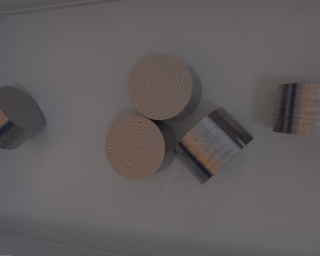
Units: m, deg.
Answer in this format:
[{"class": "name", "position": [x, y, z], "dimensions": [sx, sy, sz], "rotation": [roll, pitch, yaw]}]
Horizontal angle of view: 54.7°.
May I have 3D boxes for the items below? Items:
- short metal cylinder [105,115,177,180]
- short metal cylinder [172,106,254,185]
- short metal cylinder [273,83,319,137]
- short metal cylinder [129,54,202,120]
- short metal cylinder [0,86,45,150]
[{"class": "short metal cylinder", "position": [-0.023, 0.024, 0.405], "dimensions": [0.080, 0.050, 0.079], "rotation": [0, 90, 19]}, {"class": "short metal cylinder", "position": [0.061, 0.021, 0.359], "dimensions": [0.080, 0.080, 0.050], "rotation": [-46, 76, 14]}, {"class": "short metal cylinder", "position": [0.163, -0.016, 0.324], "dimensions": [0.080, 0.080, 0.050], "rotation": [7, 92, 19]}, {"class": "short metal cylinder", "position": [0.008, -0.049, 0.394], "dimensions": [0.080, 0.050, 0.079], "rotation": [0, 90, 19]}, {"class": "short metal cylinder", "position": [-0.221, -0.015, 0.457], "dimensions": [0.050, 0.080, 0.080], "rotation": [-35, 79, 16]}]
